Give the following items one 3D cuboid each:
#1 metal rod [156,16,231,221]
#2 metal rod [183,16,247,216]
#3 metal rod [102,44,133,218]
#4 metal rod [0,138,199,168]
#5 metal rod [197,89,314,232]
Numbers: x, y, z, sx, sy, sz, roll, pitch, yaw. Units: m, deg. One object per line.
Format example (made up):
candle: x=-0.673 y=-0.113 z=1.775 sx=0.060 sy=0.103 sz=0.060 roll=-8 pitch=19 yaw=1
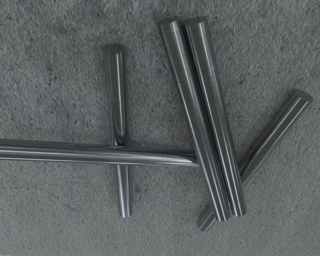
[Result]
metal rod: x=0.052 y=0.011 z=0.392 sx=0.025 sy=0.025 sz=0.299 roll=-13 pitch=122 yaw=11
metal rod: x=0.079 y=0.009 z=0.396 sx=0.025 sy=0.025 sz=0.299 roll=-13 pitch=124 yaw=11
metal rod: x=-0.054 y=0.028 z=0.430 sx=0.025 sy=0.025 sz=0.298 roll=1 pitch=130 yaw=-1
metal rod: x=-0.068 y=0.034 z=0.395 sx=0.302 sy=0.025 sz=0.025 roll=5 pitch=131 yaw=-20
metal rod: x=0.126 y=0.068 z=0.466 sx=0.025 sy=0.025 sz=0.298 roll=15 pitch=129 yaw=-12
